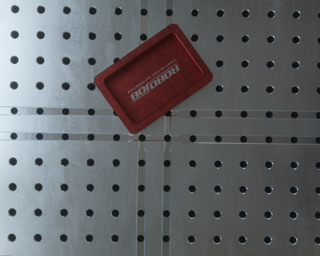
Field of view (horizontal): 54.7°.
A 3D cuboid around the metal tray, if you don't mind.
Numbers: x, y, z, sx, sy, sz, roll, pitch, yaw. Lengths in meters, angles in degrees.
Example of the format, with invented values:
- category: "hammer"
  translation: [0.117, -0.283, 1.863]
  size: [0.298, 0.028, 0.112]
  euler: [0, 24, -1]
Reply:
- category: "metal tray"
  translation: [-0.008, -0.063, 0.410]
  size: [0.130, 0.030, 0.090]
  euler: [-35, 90, -1]
